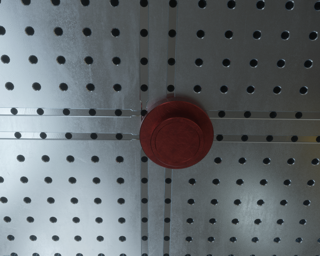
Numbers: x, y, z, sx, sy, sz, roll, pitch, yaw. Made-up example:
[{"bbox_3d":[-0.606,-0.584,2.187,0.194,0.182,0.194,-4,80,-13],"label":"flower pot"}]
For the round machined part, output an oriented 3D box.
[{"bbox_3d":[0.022,0.012,0.409,0.099,0.042,0.097,0,110,0],"label":"round machined part"}]
